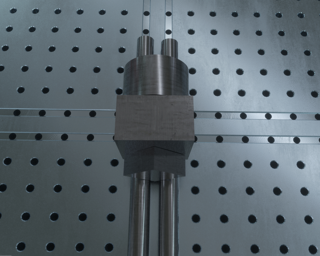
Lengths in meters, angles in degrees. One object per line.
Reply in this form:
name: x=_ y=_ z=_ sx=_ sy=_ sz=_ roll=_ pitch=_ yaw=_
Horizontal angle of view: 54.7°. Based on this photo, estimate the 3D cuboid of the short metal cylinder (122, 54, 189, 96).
short metal cylinder: x=-0.005 y=-0.046 z=0.377 sx=0.081 sy=0.080 sz=0.050 roll=1 pitch=70 yaw=0

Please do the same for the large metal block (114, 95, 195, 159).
large metal block: x=-0.005 y=0.002 z=0.355 sx=0.081 sy=0.080 sz=0.050 roll=0 pitch=70 yaw=0

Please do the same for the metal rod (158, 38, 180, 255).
metal rod: x=0.012 y=0.015 z=0.408 sx=0.025 sy=0.025 sz=0.299 roll=1 pitch=70 yaw=0

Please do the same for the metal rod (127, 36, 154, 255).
metal rod: x=-0.023 y=0.011 z=0.409 sx=0.025 sy=0.025 sz=0.299 roll=1 pitch=70 yaw=0

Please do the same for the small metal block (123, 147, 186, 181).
small metal block: x=-0.006 y=0.043 z=0.358 sx=0.050 sy=0.050 sz=0.025 roll=19 pitch=63 yaw=-42
